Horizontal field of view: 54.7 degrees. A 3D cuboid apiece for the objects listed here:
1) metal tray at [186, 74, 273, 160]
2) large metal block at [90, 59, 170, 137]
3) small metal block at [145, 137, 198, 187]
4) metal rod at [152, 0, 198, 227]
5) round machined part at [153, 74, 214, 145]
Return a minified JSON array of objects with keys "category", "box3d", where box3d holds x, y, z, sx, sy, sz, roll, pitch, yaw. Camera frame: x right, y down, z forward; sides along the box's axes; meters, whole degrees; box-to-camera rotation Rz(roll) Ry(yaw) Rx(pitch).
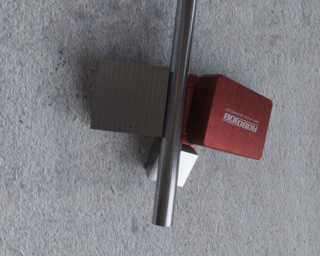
[{"category":"metal tray","box3d":[0.099,-0.011,0.421,0.131,0.030,0.090,16,85,-40]},{"category":"large metal block","box3d":[-0.034,-0.033,0.373,0.081,0.050,0.080,7,88,-2]},{"category":"small metal block","box3d":[0.014,0.045,0.405,0.050,0.025,0.050,17,110,-19]},{"category":"metal rod","box3d":[0.020,-0.036,0.373,0.025,0.025,0.298,8,85,-20]},{"category":"round machined part","box3d":[0.037,-0.025,0.415,0.099,0.042,0.097,0,90,-20]}]
